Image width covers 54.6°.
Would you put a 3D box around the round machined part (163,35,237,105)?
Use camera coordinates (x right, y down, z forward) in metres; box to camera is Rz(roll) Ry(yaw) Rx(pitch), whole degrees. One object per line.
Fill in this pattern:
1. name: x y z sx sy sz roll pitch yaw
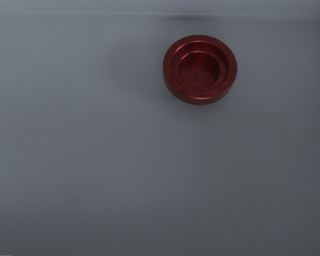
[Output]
1. round machined part: 0.053 -0.076 0.429 0.099 0.042 0.098 0 70 0
